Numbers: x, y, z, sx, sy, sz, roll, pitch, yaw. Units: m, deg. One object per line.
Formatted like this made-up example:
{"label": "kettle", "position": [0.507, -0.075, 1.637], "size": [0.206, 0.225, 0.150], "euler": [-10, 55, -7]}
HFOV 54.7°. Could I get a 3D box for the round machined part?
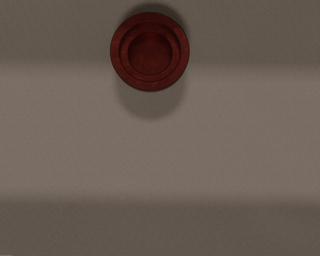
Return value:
{"label": "round machined part", "position": [-0.013, -0.095, 0.403], "size": [0.099, 0.042, 0.097], "euler": [0, 90, -1]}
